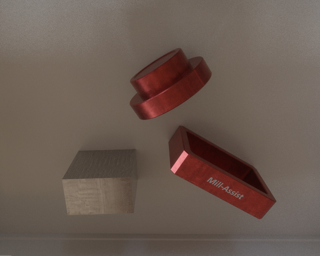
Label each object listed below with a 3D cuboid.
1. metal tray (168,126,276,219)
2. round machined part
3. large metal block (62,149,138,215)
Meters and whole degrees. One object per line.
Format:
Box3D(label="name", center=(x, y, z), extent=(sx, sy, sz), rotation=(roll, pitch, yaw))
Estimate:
Box3D(label="metal tray", center=(0.075, 0.053, 0.397), extent=(0.131, 0.090, 0.030), rotation=(29, 107, -11))
Box3D(label="round machined part", center=(0.006, -0.055, 0.352), extent=(0.098, 0.098, 0.042), rotation=(-31, 108, 10))
Box3D(label="large metal block", center=(-0.073, 0.068, 0.406), extent=(0.081, 0.080, 0.050), rotation=(-2, 110, 0))
